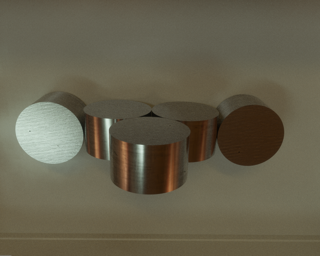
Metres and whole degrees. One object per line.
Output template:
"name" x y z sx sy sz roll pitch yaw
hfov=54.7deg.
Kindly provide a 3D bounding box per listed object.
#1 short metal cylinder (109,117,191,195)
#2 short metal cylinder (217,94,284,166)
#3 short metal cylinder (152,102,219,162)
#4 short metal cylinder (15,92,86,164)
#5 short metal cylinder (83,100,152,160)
"short metal cylinder" -0.011 0.025 0.316 0.081 0.080 0.050 2 110 -1
"short metal cylinder" 0.110 0.002 0.398 0.081 0.050 0.079 0 110 0
"short metal cylinder" 0.030 0.002 0.381 0.081 0.080 0.050 2 110 -1
"short metal cylinder" -0.132 -0.002 0.394 0.081 0.050 0.079 0 110 0
"short metal cylinder" -0.051 0.000 0.379 0.081 0.080 0.050 2 110 -1
